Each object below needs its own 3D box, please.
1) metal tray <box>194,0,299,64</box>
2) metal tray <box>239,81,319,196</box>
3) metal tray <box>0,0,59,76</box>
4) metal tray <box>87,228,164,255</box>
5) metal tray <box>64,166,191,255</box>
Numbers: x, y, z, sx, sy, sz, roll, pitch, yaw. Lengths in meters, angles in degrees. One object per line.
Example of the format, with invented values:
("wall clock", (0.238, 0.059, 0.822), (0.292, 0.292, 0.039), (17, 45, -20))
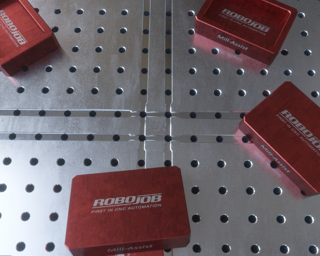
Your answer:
("metal tray", (0.129, -0.163, 0.470), (0.130, 0.030, 0.090), (27, 72, 9))
("metal tray", (0.182, 0.012, 0.407), (0.090, 0.030, 0.130), (-39, 75, -13))
("metal tray", (-0.226, -0.151, 0.461), (0.090, 0.030, 0.130), (-36, 74, -13))
("metal tray", (-0.038, 0.179, 0.343), (0.091, 0.030, 0.129), (-4, 70, -2))
("metal tray", (-0.036, 0.094, 0.357), (0.131, 0.030, 0.090), (-5, 48, -3))
